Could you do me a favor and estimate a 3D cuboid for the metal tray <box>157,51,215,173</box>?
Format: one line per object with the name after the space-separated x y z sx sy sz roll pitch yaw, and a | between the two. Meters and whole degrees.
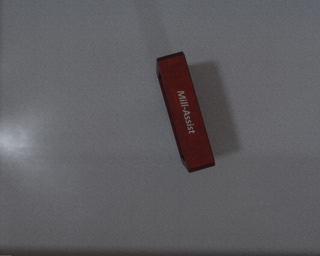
0.028 -0.017 0.376 0.030 0.090 0.129 -16 90 -1 | metal tray
